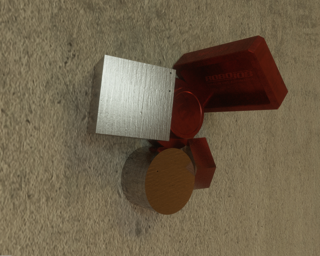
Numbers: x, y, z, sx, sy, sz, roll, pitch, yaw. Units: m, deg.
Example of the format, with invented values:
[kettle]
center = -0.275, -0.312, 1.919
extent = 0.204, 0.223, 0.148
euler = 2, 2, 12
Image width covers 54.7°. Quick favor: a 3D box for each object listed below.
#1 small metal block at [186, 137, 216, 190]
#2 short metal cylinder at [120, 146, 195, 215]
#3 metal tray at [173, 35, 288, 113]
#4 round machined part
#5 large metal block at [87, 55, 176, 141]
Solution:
[small metal block]
center = 0.053, 0.049, 0.422
extent = 0.025, 0.050, 0.050
euler = -5, 139, -10
[short metal cylinder]
center = -0.002, 0.064, 0.391
extent = 0.081, 0.050, 0.079
euler = 0, 90, -40
[metal tray]
center = 0.090, -0.065, 0.414
extent = 0.030, 0.130, 0.090
euler = -52, 121, -28
[round machined part]
center = 0.021, -0.019, 0.416
extent = 0.099, 0.042, 0.097
euler = 0, 90, -40
[large metal block]
center = -0.033, -0.029, 0.348
extent = 0.081, 0.050, 0.080
euler = 7, 85, -23
